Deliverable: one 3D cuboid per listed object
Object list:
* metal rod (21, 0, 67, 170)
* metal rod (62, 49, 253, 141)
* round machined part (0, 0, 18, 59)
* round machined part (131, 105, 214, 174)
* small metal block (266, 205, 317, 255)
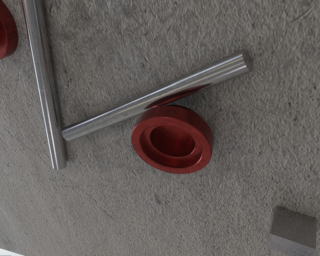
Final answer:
[{"bbox_3d":[-0.168,-0.061,0.457,0.025,0.025,0.298,16,125,19],"label":"metal rod"},{"bbox_3d":[-0.027,-0.030,0.402,0.300,0.025,0.025,-19,109,35],"label":"metal rod"},{"bbox_3d":[-0.258,-0.143,0.443,0.098,0.042,0.097,13,124,21],"label":"round machined part"},{"bbox_3d":[0.018,0.010,0.382,0.098,0.042,0.097,10,135,10],"label":"round machined part"},{"bbox_3d":[0.164,0.130,0.385,0.050,0.050,0.025,15,125,19],"label":"small metal block"}]
